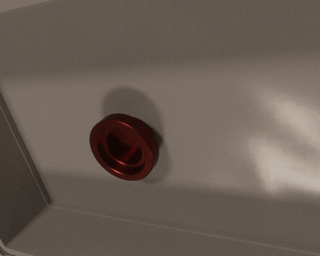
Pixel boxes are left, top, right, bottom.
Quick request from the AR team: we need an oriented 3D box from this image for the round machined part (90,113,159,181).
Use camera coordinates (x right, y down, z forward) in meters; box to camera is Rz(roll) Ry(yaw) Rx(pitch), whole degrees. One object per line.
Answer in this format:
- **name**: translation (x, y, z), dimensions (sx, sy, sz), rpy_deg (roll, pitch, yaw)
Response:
- **round machined part**: translation (-0.045, 0.022, 0.434), dimensions (0.098, 0.042, 0.097), rpy_deg (13, 124, 20)
